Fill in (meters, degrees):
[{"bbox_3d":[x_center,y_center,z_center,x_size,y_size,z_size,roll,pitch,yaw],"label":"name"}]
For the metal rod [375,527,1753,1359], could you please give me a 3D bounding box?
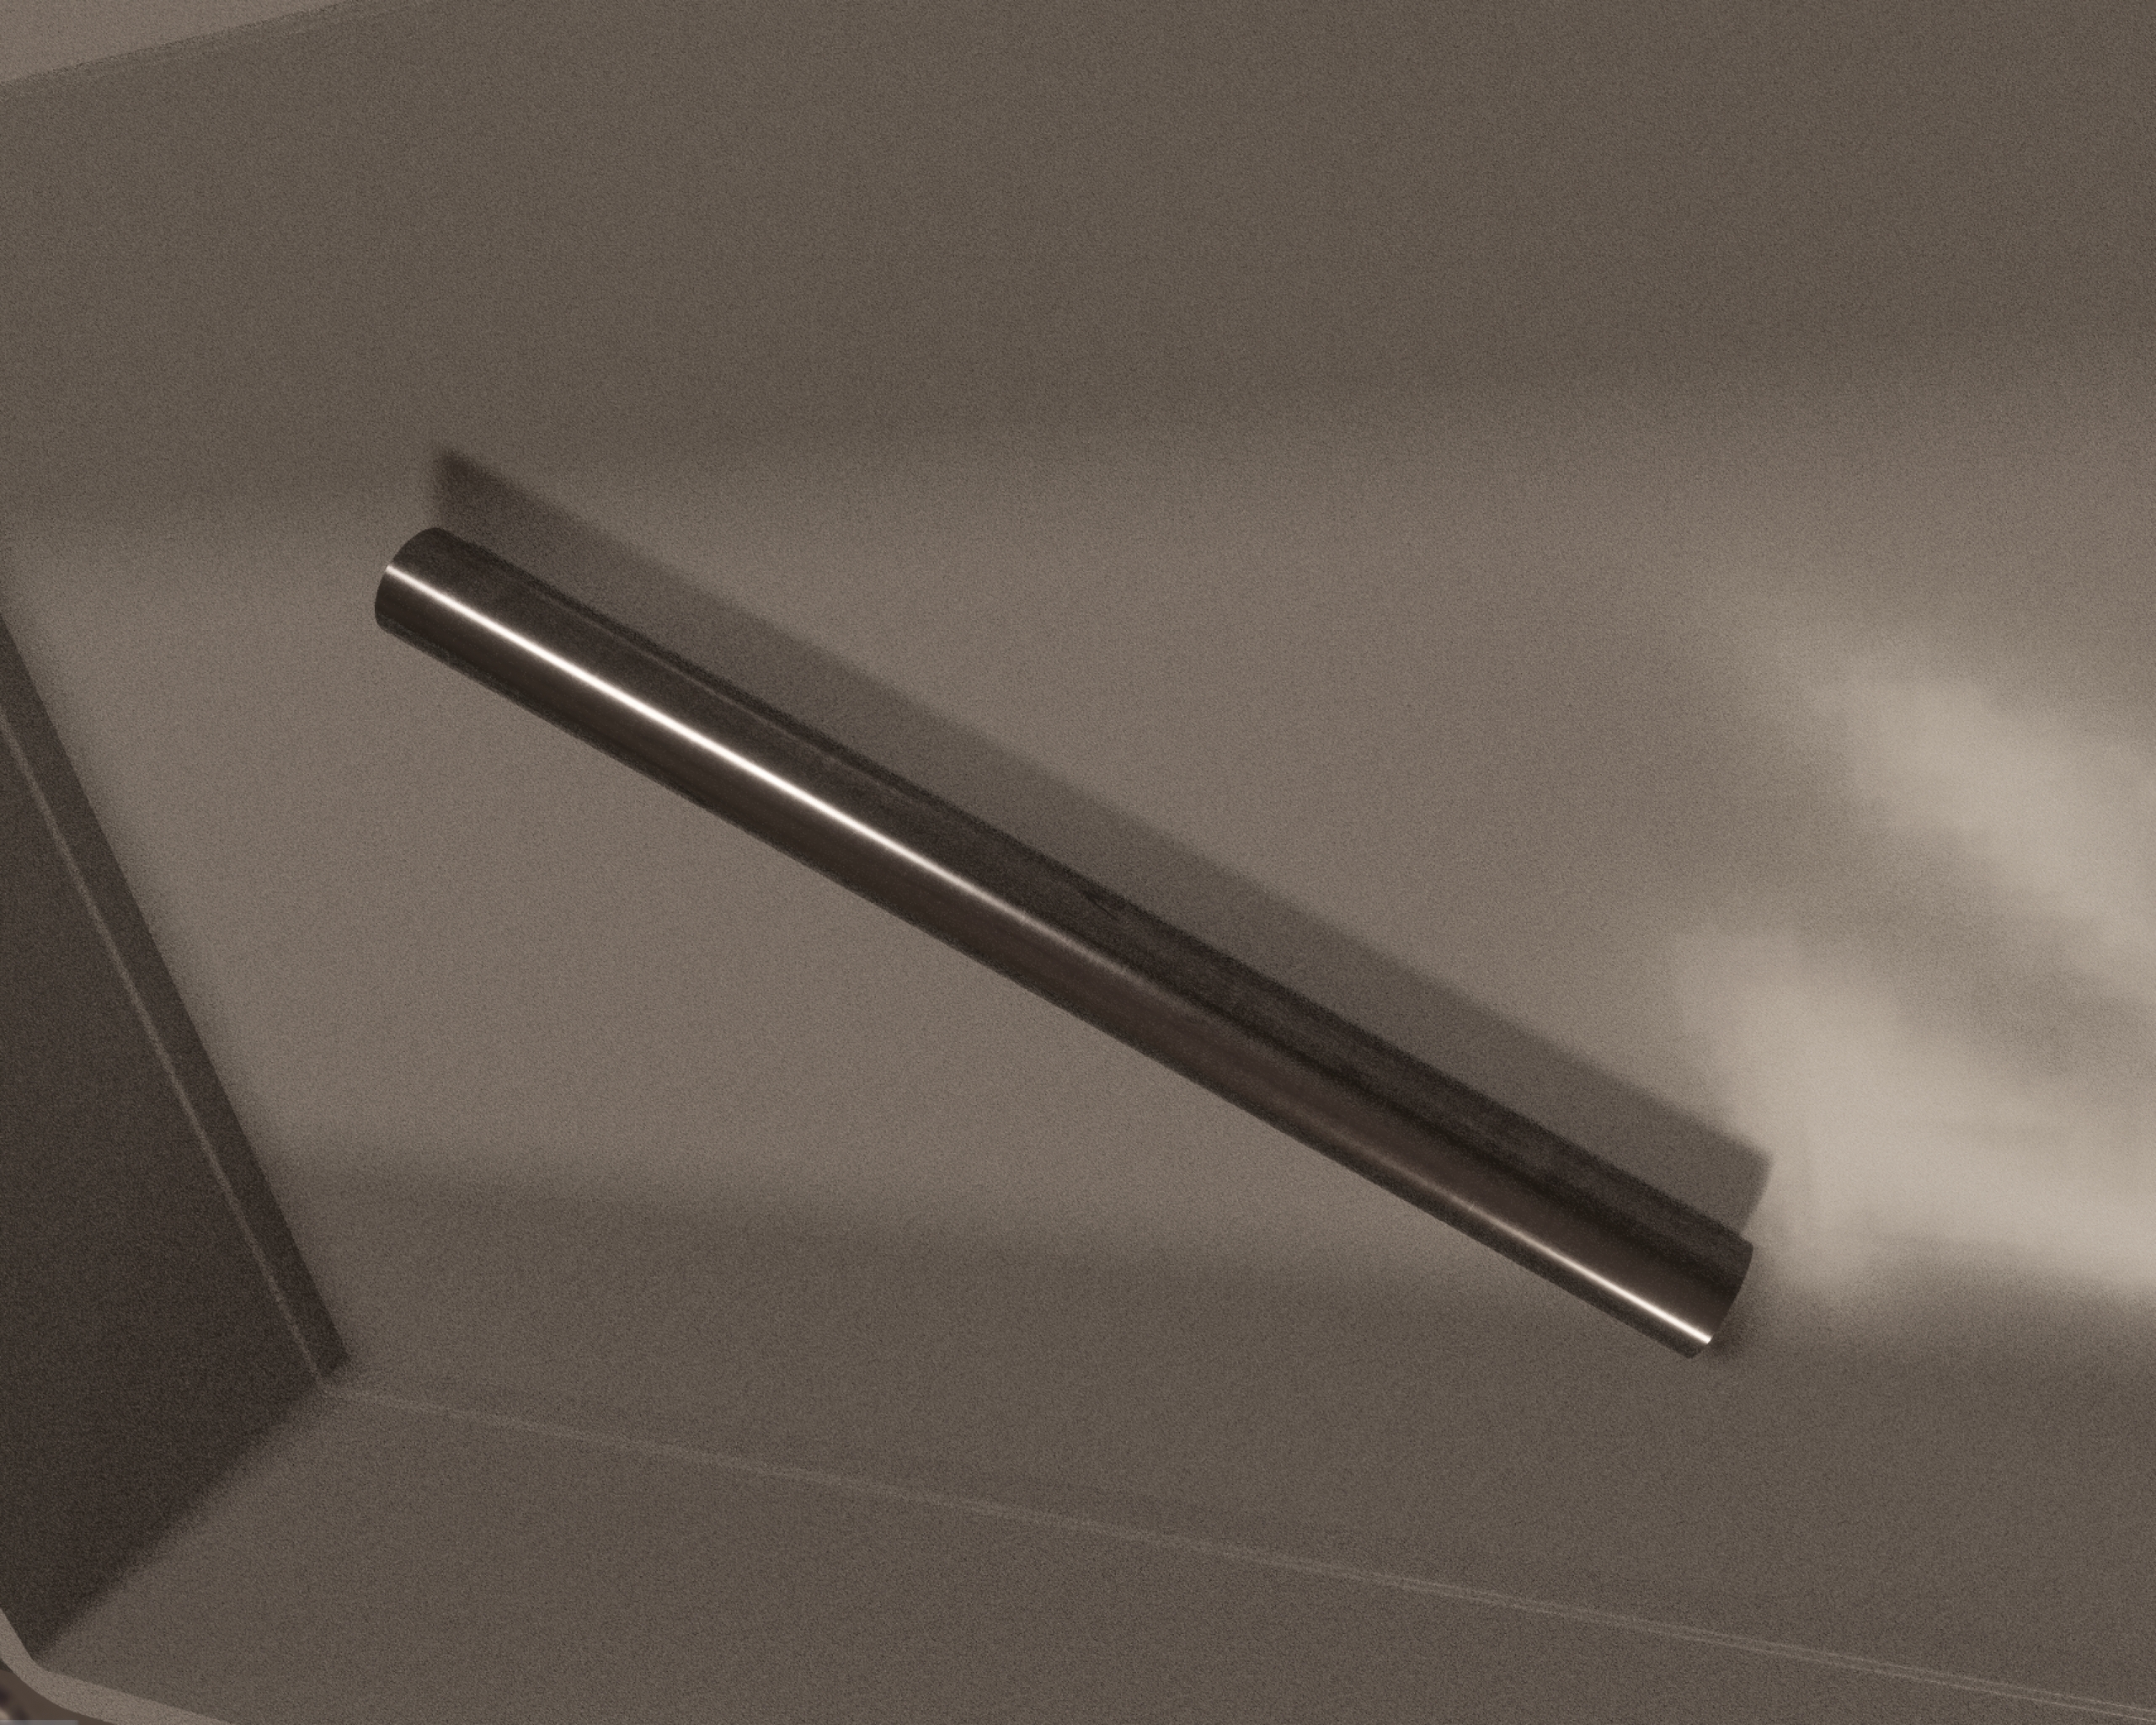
[{"bbox_3d":[-0.010,0.011,0.417,0.301,0.025,0.025,29,128,9],"label":"metal rod"}]
